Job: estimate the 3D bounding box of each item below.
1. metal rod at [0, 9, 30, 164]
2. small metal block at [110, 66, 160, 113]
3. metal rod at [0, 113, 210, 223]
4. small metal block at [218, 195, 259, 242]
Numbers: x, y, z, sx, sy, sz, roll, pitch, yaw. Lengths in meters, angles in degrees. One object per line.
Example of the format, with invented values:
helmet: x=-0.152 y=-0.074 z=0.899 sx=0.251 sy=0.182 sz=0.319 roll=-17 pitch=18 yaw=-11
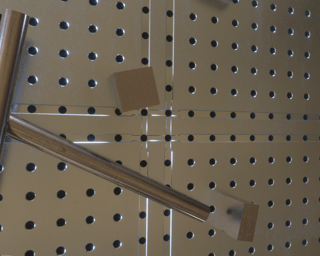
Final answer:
metal rod: x=-0.180 y=0.029 z=0.324 sx=0.025 sy=0.025 sz=0.298 roll=12 pitch=94 yaw=-20
small metal block: x=-0.032 y=-0.049 z=0.401 sx=0.050 sy=0.025 sz=0.050 roll=-14 pitch=95 yaw=-20
metal rod: x=-0.064 y=0.053 z=0.389 sx=0.301 sy=0.025 sz=0.025 roll=28 pitch=81 yaw=-18
small metal block: x=0.111 y=0.127 z=0.440 sx=0.025 sy=0.050 sz=0.050 roll=13 pitch=86 yaw=-20
